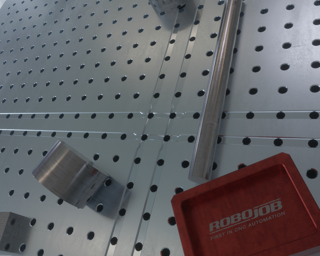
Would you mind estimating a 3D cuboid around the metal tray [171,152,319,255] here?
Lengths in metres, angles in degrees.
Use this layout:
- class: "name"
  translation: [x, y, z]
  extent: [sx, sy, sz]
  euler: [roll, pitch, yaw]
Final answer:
- class: "metal tray"
  translation: [0.084, 0.090, 0.305]
  extent: [0.130, 0.030, 0.090]
  euler: [-25, 53, 13]

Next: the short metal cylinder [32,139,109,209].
- class: "short metal cylinder"
  translation: [-0.113, 0.058, 0.396]
  extent: [0.080, 0.080, 0.050]
  euler: [30, 78, 37]

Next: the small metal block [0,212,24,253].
- class: "small metal block"
  translation: [-0.228, 0.147, 0.438]
  extent: [0.050, 0.025, 0.050]
  euler: [-7, 58, 24]

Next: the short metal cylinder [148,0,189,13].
- class: "short metal cylinder"
  translation: [0.012, -0.248, 0.538]
  extent: [0.080, 0.050, 0.080]
  euler: [-13, 56, 21]

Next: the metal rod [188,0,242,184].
- class: "metal rod"
  translation: [0.079, -0.073, 0.411]
  extent: [0.025, 0.025, 0.300]
  euler: [1, 62, 28]
